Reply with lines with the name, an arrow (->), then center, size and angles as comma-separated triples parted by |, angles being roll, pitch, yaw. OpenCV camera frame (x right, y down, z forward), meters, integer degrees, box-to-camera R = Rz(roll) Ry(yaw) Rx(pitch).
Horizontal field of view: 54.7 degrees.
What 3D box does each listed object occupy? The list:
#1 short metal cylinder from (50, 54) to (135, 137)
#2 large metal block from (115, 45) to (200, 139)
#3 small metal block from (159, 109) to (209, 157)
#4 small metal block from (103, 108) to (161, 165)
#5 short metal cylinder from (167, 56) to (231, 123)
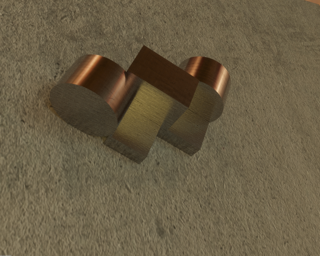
short metal cylinder -> -0.075, -0.035, 0.351 | 0.080, 0.080, 0.050 | 31, 52, -9
large metal block -> -0.010, -0.042, 0.391 | 0.080, 0.080, 0.050 | 31, 52, -9
small metal block -> 0.034, 0.003, 0.422 | 0.050, 0.025, 0.050 | 31, 52, -8
small metal block -> -0.034, 0.009, 0.382 | 0.050, 0.025, 0.050 | 31, 52, -8
short metal cylinder -> 0.053, -0.051, 0.430 | 0.080, 0.080, 0.050 | 31, 52, -9
